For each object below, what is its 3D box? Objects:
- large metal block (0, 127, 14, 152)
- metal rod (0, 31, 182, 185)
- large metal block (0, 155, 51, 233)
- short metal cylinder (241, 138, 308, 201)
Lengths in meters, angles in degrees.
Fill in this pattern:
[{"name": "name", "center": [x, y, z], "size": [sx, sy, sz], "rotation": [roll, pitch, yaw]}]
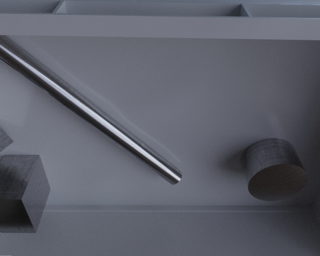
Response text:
[{"name": "large metal block", "center": [-0.243, 0.033, 0.378], "size": [0.080, 0.080, 0.050], "rotation": [-35, 104, 8]}, {"name": "metal rod", "center": [-0.076, -0.009, 0.400], "size": [0.025, 0.025, 0.301], "rotation": [-35, 123, 25]}, {"name": "large metal block", "center": [-0.203, 0.096, 0.451], "size": [0.050, 0.080, 0.079], "rotation": [1, 130, -1]}, {"name": "short metal cylinder", "center": [0.162, 0.061, 0.447], "size": [0.081, 0.050, 0.079], "rotation": [0, 130, 0]}]
